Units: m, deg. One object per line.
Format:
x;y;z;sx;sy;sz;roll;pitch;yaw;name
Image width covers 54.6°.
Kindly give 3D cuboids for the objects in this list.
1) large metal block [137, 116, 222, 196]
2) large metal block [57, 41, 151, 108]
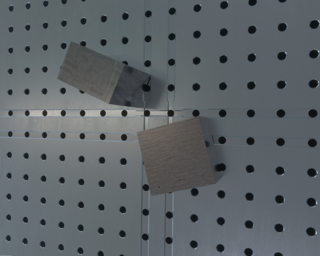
0.026;0.034;0.391;0.080;0.050;0.080;-15;85;19;large metal block
-0.071;-0.068;0.409;0.080;0.080;0.050;26;99;18;large metal block
